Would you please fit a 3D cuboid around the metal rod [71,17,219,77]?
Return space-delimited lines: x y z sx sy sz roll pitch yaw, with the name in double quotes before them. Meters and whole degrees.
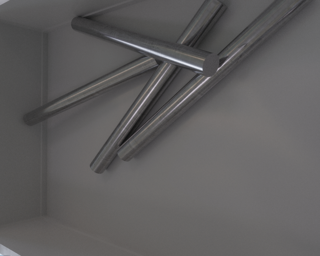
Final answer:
"metal rod" -0.043 -0.120 0.419 0.300 0.025 0.025 30 109 43

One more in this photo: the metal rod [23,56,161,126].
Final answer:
"metal rod" -0.120 -0.054 0.490 0.300 0.025 0.025 -18 79 33

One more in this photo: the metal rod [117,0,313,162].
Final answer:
"metal rod" 0.043 -0.047 0.371 0.299 0.025 0.025 -42 65 32

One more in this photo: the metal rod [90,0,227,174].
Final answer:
"metal rod" -0.016 -0.041 0.420 0.298 0.025 0.025 -51 60 27
